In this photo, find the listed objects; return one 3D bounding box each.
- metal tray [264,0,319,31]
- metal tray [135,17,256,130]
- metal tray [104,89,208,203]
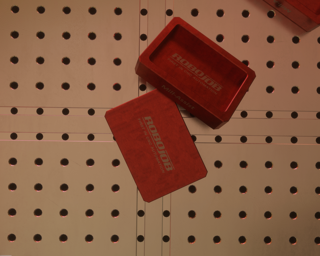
[{"bbox_3d":[0.181,-0.204,0.413,0.130,0.030,0.090,36,90,-1],"label":"metal tray"},{"bbox_3d":[0.046,-0.071,0.394,0.130,0.030,0.090,36,65,-1],"label":"metal tray"},{"bbox_3d":[-0.005,0.021,0.411,0.090,0.030,0.129,-25,90,-1],"label":"metal tray"}]
